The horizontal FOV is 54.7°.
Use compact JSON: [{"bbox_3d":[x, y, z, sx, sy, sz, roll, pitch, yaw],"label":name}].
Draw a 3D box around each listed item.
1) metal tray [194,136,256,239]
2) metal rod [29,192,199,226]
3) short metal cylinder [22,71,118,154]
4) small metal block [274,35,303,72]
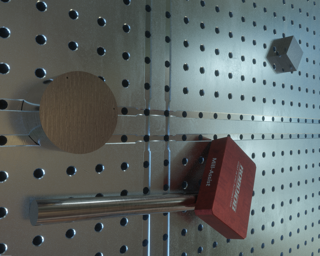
[{"bbox_3d":[0.104,0.089,0.471,0.090,0.030,0.130,43,50,-29],"label":"metal tray"},{"bbox_3d":[-0.009,0.099,0.401,0.302,0.025,0.025,7,85,-40],"label":"metal rod"},{"bbox_3d":[-0.091,-0.015,0.316,0.081,0.050,0.079,0,90,-40],"label":"short metal cylinder"},{"bbox_3d":[0.263,-0.150,0.629,0.050,0.025,0.050,41,65,-32],"label":"small metal block"}]
